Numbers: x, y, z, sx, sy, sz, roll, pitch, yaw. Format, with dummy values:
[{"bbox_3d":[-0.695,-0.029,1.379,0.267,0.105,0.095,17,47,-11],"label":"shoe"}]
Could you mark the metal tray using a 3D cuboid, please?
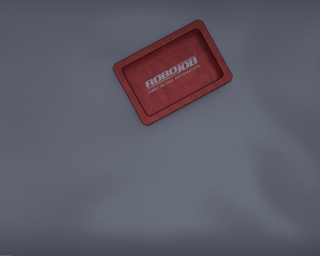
[{"bbox_3d":[0.016,-0.071,0.409,0.130,0.030,0.090,-29,90,-1],"label":"metal tray"}]
